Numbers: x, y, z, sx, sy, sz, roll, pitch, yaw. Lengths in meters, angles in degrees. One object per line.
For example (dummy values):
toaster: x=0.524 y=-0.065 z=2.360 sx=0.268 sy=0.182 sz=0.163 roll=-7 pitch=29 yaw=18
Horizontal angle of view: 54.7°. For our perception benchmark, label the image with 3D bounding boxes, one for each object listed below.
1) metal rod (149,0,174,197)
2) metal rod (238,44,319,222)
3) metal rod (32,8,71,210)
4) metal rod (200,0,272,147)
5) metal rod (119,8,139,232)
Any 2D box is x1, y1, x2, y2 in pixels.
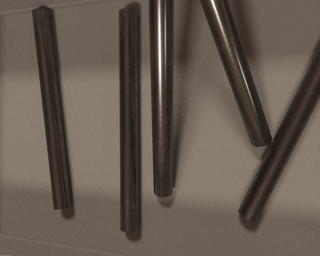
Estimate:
metal rod: x=0.002 y=-0.050 z=0.346 sx=0.025 sy=0.025 sz=0.298 roll=9 pitch=117 yaw=19
metal rod: x=0.165 y=-0.030 z=0.352 sx=0.025 sy=0.025 sz=0.298 roll=26 pitch=98 yaw=18
metal rod: x=-0.163 y=-0.030 z=0.466 sx=0.025 sy=0.025 sz=0.298 roll=-8 pitch=87 yaw=19
metal rod: x=0.061 y=-0.107 z=0.310 sx=0.025 sy=0.025 sz=0.299 roll=-18 pitch=115 yaw=19
metal rod: x=-0.043 y=-0.011 z=0.424 sx=0.025 sy=0.025 sz=0.298 roll=0 pitch=90 yaw=19
